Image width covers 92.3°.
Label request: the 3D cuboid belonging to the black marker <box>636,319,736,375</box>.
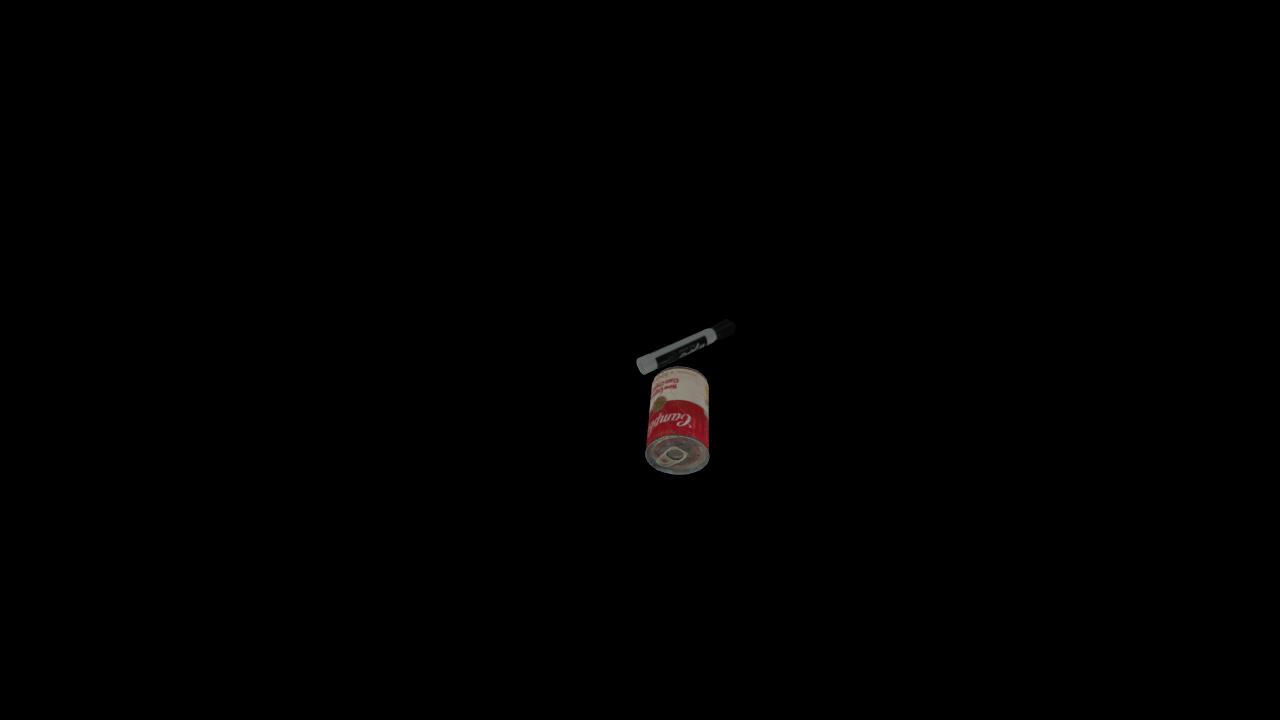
[{"bbox_3d":[0.052,-0.016,0.661,0.121,0.020,0.020,-24,9,-20],"label":"black marker"}]

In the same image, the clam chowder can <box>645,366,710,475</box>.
[{"bbox_3d":[0.043,0.065,0.677,0.068,0.068,0.102,3,45,3],"label":"clam chowder can"}]
